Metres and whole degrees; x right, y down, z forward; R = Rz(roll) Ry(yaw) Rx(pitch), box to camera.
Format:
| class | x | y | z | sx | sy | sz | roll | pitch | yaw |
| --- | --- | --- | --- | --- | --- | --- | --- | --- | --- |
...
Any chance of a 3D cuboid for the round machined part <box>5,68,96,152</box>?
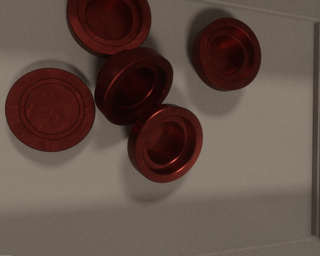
| class | x | y | z | sx | sy | sz | roll | pitch | yaw |
| --- | --- | --- | --- | --- | --- | --- | --- | --- | --- |
| round machined part | -0.124 | -0.021 | 0.356 | 0.099 | 0.042 | 0.097 | 0 | 90 | -21 |

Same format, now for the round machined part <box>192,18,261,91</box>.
| class | x | y | z | sx | sy | sz | roll | pitch | yaw |
| --- | --- | --- | --- | --- | --- | --- | --- | --- | --- |
| round machined part | 0.089 | -0.100 | 0.436 | 0.099 | 0.042 | 0.097 | 0 | 90 | -21 |

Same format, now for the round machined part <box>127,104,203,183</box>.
| class | x | y | z | sx | sy | sz | roll | pitch | yaw |
| --- | --- | --- | --- | --- | --- | --- | --- | --- | --- |
| round machined part | 0.003 | 0.017 | 0.394 | 0.099 | 0.042 | 0.097 | -10 | 110 | -29 |

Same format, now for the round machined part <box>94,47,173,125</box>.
| class | x | y | z | sx | sy | sz | roll | pitch | yaw |
| --- | --- | --- | --- | --- | --- | --- | --- | --- | --- |
| round machined part | -0.035 | -0.053 | 0.371 | 0.099 | 0.098 | 0.042 | -34 | 59 | -17 |

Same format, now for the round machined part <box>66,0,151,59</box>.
| class | x | y | z | sx | sy | sz | roll | pitch | yaw |
| --- | --- | --- | --- | --- | --- | --- | --- | --- | --- |
| round machined part | -0.064 | -0.133 | 0.378 | 0.099 | 0.042 | 0.097 | 0 | 90 | -20 |
